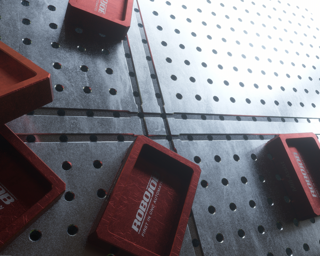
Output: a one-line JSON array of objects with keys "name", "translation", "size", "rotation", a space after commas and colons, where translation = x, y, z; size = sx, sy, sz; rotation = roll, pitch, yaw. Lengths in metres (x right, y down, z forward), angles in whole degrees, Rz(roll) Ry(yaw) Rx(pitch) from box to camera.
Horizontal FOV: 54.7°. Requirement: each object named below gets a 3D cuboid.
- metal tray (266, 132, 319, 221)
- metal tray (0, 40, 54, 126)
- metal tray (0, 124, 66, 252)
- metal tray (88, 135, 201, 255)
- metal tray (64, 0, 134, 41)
[{"name": "metal tray", "translation": [0.233, 0.072, 0.489], "size": [0.091, 0.030, 0.130], "rotation": [-2, 63, -29]}, {"name": "metal tray", "translation": [-0.182, -0.050, 0.304], "size": [0.130, 0.030, 0.091], "rotation": [32, 46, 25]}, {"name": "metal tray", "translation": [-0.167, 0.044, 0.288], "size": [0.130, 0.030, 0.090], "rotation": [44, 51, 2]}, {"name": "metal tray", "translation": [-0.011, 0.082, 0.350], "size": [0.090, 0.030, 0.130], "rotation": [29, 52, -10]}, {"name": "metal tray", "translation": [-0.089, -0.204, 0.482], "size": [0.091, 0.030, 0.130], "rotation": [16, 55, -20]}]
